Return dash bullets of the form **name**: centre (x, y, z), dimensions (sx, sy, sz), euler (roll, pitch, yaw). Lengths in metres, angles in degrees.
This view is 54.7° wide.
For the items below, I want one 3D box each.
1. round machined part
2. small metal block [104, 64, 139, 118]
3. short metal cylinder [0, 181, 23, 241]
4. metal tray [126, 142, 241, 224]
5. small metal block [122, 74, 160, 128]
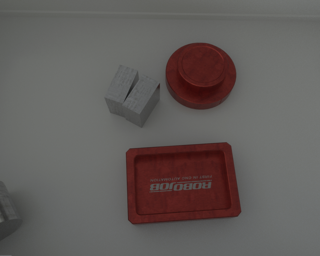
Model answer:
- **round machined part**: centre (0.057, -0.078, 0.430), dimensions (0.099, 0.042, 0.098), euler (0, 70, -1)
- **small metal block**: centre (-0.049, -0.048, 0.413), dimensions (0.025, 0.050, 0.050), euler (19, 71, 6)
- **short metal cylinder**: centre (-0.203, 0.101, 0.341), dimensions (0.080, 0.080, 0.050), euler (-31, 73, -11)
- **metal tray**: centre (0.026, 0.068, 0.382), dimensions (0.131, 0.030, 0.090), euler (-4, 70, -2)
- **small metal block**: centre (-0.023, -0.034, 0.409), dimensions (0.025, 0.050, 0.050), euler (28, 72, 9)
